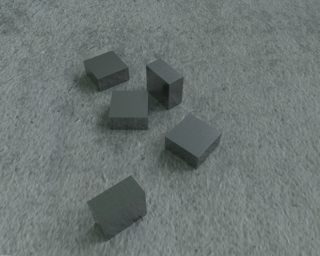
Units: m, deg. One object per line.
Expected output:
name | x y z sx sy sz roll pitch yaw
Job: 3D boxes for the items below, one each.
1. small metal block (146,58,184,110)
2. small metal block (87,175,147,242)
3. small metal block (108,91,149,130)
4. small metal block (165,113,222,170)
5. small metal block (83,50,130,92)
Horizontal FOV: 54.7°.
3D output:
small metal block | 0.006 -0.062 0.439 0.025 0.050 0.050 -32 57 -24
small metal block | -0.042 0.083 0.317 0.050 0.050 0.025 -30 56 -23
small metal block | -0.041 -0.025 0.423 0.050 0.025 0.050 0 50 0
small metal block | 0.042 0.016 0.391 0.050 0.025 0.050 33 57 24
small metal block | -0.082 -0.088 0.476 0.050 0.025 0.050 -27 55 -21
